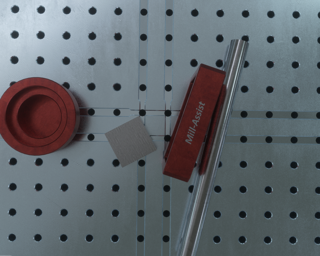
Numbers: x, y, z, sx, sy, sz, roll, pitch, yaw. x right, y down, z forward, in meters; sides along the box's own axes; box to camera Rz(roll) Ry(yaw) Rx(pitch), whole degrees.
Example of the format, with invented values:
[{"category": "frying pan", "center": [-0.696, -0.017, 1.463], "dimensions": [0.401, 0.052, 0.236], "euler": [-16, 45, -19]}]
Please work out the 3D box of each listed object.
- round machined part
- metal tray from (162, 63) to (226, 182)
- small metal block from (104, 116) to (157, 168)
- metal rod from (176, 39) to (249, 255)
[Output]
[{"category": "round machined part", "center": [-0.153, -0.015, 0.403], "dimensions": [0.099, 0.042, 0.097], "euler": [0, 90, -1]}, {"category": "metal tray", "center": [0.038, -0.006, 0.381], "dimensions": [0.030, 0.090, 0.129], "euler": [19, 90, 0]}, {"category": "small metal block", "center": [-0.038, 0.018, 0.413], "dimensions": [0.050, 0.025, 0.050], "euler": [-28, 90, -1]}, {"category": "metal rod", "center": [0.070, 0.030, 0.414], "dimensions": [0.025, 0.025, 0.298], "euler": [14, 90, -1]}]
